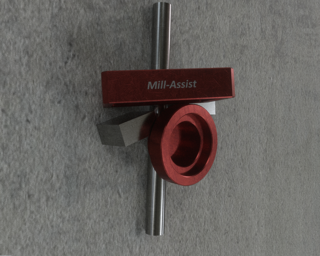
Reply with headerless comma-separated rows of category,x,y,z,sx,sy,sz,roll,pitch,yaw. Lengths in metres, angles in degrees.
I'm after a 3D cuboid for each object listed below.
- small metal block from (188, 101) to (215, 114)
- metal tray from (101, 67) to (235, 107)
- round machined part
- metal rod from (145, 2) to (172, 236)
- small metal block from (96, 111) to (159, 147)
small metal block,0.040,-0.030,0.426,0.050,0.050,0.025,-2,92,-40
metal tray,0.003,-0.042,0.338,0.131,0.090,0.030,-4,92,-11
round machined part,0.024,0.019,0.381,0.099,0.042,0.097,-4,96,-42
metal rod,-0.002,-0.013,0.407,0.025,0.025,0.298,3,88,-40
small metal block,-0.038,0.000,0.360,0.050,0.050,0.025,-25,106,-38
